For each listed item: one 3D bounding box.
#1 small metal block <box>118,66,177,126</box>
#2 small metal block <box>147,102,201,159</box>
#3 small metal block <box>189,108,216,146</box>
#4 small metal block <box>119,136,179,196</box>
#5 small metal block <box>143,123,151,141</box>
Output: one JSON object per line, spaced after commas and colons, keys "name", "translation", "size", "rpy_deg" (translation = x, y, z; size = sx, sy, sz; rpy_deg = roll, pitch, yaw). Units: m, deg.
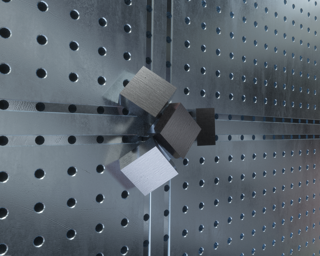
{"name": "small metal block", "translation": [-0.015, -0.039, 0.379], "size": [0.050, 0.025, 0.050], "rpy_deg": [34, 64, 4]}
{"name": "small metal block", "translation": [0.019, 0.004, 0.391], "size": [0.050, 0.025, 0.050], "rpy_deg": [49, 61, -29]}
{"name": "small metal block", "translation": [0.058, -0.002, 0.437], "size": [0.025, 0.050, 0.050], "rpy_deg": [-2, 92, -7]}
{"name": "small metal block", "translation": [-0.014, 0.047, 0.380], "size": [0.050, 0.025, 0.050], "rpy_deg": [-35, 117, 6]}
{"name": "small metal block", "translation": [0.006, 0.004, 0.413], "size": [0.050, 0.025, 0.050], "rpy_deg": [2, 92, -40]}
